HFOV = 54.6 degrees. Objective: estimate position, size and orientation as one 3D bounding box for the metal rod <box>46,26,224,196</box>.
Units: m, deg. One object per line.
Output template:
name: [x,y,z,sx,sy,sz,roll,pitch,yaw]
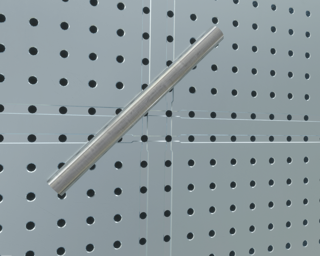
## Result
metal rod: [-0.022,-0.032,0.404,0.301,0.025,0.025,-45,104,-14]
